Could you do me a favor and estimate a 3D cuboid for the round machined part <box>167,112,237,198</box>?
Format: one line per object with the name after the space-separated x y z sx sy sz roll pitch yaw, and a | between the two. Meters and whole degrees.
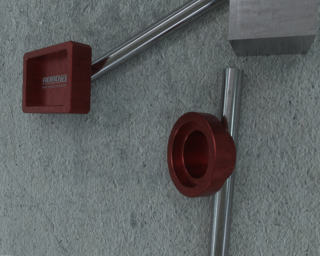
0.051 0.031 0.364 0.098 0.042 0.097 -11 77 61 | round machined part

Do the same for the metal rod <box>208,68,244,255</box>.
0.078 0.078 0.381 0.025 0.025 0.298 5 92 19 | metal rod

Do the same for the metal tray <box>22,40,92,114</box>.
-0.147 -0.065 0.431 0.130 0.030 0.089 2 91 41 | metal tray

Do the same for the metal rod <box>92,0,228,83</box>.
-0.005 -0.126 0.409 0.300 0.025 0.025 -27 81 17 | metal rod

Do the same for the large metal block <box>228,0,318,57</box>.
0.121 -0.113 0.337 0.080 0.080 0.050 2 91 19 | large metal block
